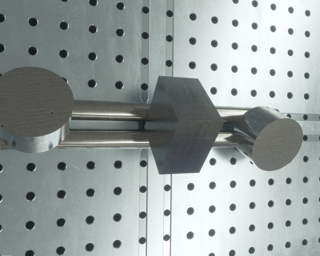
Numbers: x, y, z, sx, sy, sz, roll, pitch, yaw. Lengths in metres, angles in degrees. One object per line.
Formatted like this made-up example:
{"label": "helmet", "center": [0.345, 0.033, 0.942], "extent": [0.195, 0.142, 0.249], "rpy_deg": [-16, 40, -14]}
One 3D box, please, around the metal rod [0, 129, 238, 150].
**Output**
{"label": "metal rod", "center": [-0.035, 0.014, 0.399], "extent": [0.302, 0.025, 0.025], "rpy_deg": [1, 90, -20]}

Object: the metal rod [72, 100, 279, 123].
{"label": "metal rod", "center": [0.035, -0.020, 0.425], "extent": [0.302, 0.025, 0.025], "rpy_deg": [1, 90, -20]}

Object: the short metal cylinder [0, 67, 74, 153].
{"label": "short metal cylinder", "center": [-0.136, -0.019, 0.334], "extent": [0.081, 0.050, 0.080], "rpy_deg": [8, 65, -17]}

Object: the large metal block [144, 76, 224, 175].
{"label": "large metal block", "center": [0.023, -0.003, 0.360], "extent": [0.050, 0.080, 0.079], "rpy_deg": [1, 132, -20]}

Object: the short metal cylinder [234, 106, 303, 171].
{"label": "short metal cylinder", "center": [0.152, 0.014, 0.441], "extent": [0.081, 0.050, 0.079], "rpy_deg": [-8, 115, -16]}
